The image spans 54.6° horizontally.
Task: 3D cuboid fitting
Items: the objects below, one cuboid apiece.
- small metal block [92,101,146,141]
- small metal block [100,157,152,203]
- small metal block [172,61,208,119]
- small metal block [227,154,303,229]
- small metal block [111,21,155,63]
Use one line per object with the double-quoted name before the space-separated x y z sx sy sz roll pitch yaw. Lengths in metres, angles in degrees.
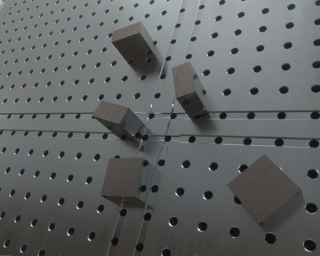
"small metal block" -0.055 -0.010 0.428 0.050 0.050 0.025 16 70 34
"small metal block" -0.042 0.066 0.391 0.050 0.025 0.050 -5 60 26
"small metal block" 0.039 -0.049 0.402 0.025 0.050 0.050 -18 55 18
"small metal block" 0.106 0.064 0.314 0.050 0.025 0.050 -40 51 1
"small metal block" -0.042 -0.137 0.500 0.050 0.050 0.025 -12 57 21
